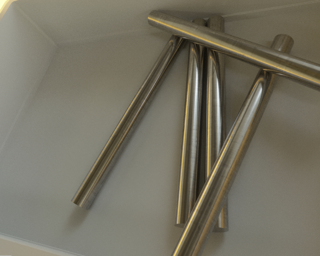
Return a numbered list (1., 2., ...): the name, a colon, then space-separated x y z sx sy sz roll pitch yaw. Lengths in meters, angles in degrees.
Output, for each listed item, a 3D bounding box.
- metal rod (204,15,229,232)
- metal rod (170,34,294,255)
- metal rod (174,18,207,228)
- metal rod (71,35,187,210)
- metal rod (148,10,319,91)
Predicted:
1. metal rod: 0.070 -0.027 0.385 0.025 0.025 0.299 -8 58 24
2. metal rod: 0.086 0.010 0.332 0.025 0.025 0.300 14 62 34
3. metal rod: 0.044 -0.027 0.399 0.025 0.025 0.299 -7 58 24
4. metal rod: -0.033 -0.026 0.439 0.025 0.025 0.300 18 71 35
5. metal rod: 0.084 -0.104 0.387 0.025 0.025 0.300 -49 49 -6
